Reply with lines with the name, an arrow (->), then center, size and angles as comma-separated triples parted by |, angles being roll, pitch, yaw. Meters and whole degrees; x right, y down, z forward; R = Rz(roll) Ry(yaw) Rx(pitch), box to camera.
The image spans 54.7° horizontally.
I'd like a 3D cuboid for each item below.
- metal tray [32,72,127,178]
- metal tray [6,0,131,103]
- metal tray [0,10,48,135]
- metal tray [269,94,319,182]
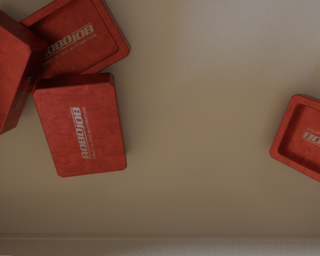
metal tray -> -0.094, 0.000, 0.388 | 0.091, 0.030, 0.129 | -7, 123, -4
metal tray -> -0.112, -0.099, 0.370 | 0.130, 0.030, 0.090 | -27, 108, 9
metal tray -> -0.195, -0.066, 0.359 | 0.090, 0.030, 0.129 | 35, 117, 1
metal tray -> 0.210, 0.022, 0.374 | 0.030, 0.130, 0.089 | -6, 118, -45
